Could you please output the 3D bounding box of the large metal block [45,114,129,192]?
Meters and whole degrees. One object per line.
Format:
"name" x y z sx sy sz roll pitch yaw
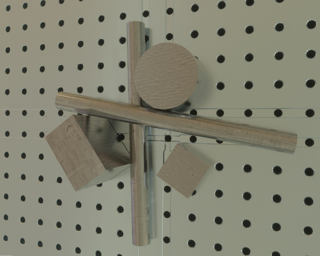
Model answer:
"large metal block" -0.090 0.030 0.413 0.050 0.080 0.080 -36 79 16

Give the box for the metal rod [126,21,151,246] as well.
"metal rod" -0.029 0.007 0.422 0.025 0.025 0.298 -2 89 19

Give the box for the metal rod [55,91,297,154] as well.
"metal rod" 0.010 -0.009 0.388 0.301 0.025 0.025 11 94 11

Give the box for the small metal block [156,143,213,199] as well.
"small metal block" 0.032 0.054 0.401 0.050 0.025 0.050 35 101 16

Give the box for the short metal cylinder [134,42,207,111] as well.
"short metal cylinder" 0.015 -0.062 0.393 0.080 0.050 0.079 0 90 19
